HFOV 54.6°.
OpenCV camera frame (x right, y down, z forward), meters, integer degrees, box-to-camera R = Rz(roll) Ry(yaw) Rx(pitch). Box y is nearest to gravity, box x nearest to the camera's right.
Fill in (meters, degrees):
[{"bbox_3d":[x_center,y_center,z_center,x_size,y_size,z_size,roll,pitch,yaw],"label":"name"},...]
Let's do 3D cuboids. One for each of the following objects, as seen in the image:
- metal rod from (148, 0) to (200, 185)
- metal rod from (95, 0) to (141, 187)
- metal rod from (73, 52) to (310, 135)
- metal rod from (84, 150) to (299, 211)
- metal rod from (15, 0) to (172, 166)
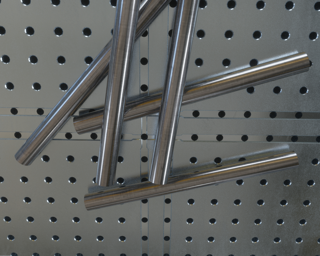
[{"bbox_3d":[0.021,-0.077,0.364,0.025,0.025,0.298,9,102,-3],"label":"metal rod"},{"bbox_3d":[-0.047,-0.067,0.360,0.025,0.025,0.298,9,110,-4],"label":"metal rod"},{"bbox_3d":[0.035,-0.043,0.397,0.301,0.025,0.025,-15,110,5],"label":"metal rod"},{"bbox_3d":[0.041,0.076,0.441,0.301,0.025,0.025,-13,110,4],"label":"metal rod"},{"bbox_3d":[-0.087,-0.061,0.390,0.025,0.025,0.299,41,105,-14],"label":"metal rod"}]
